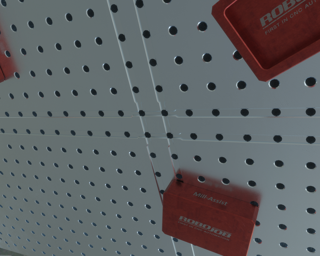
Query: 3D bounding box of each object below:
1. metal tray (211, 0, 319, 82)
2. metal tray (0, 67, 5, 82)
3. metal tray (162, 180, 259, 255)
[{"bbox_3d":[0.124,-0.111,0.273,0.130,0.030,0.090,-31,101,37],"label":"metal tray"},{"bbox_3d":[-0.310,-0.129,0.487,0.090,0.030,0.129,3,120,26],"label":"metal tray"},{"bbox_3d":[0.069,0.136,0.455,0.130,0.030,0.089,14,124,19],"label":"metal tray"}]
